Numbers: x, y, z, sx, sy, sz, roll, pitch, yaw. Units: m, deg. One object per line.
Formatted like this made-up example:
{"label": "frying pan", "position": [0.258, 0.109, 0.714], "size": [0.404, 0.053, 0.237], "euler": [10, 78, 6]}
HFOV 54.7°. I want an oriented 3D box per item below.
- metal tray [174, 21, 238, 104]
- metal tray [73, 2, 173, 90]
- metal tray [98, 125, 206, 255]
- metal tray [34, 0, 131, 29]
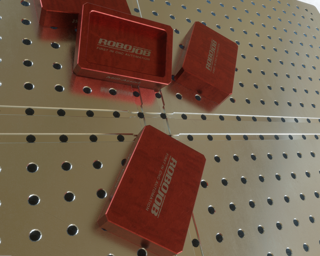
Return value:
{"label": "metal tray", "position": [0.081, -0.112, 0.519], "size": [0.090, 0.030, 0.130], "euler": [26, 52, -13]}
{"label": "metal tray", "position": [-0.047, -0.109, 0.428], "size": [0.131, 0.030, 0.090], "euler": [7, 79, -25]}
{"label": "metal tray", "position": [-0.003, 0.070, 0.362], "size": [0.090, 0.030, 0.130], "euler": [30, 52, -10]}
{"label": "metal tray", "position": [-0.116, -0.190, 0.460], "size": [0.131, 0.030, 0.090], "euler": [-6, 65, -31]}
